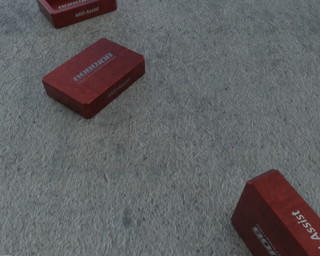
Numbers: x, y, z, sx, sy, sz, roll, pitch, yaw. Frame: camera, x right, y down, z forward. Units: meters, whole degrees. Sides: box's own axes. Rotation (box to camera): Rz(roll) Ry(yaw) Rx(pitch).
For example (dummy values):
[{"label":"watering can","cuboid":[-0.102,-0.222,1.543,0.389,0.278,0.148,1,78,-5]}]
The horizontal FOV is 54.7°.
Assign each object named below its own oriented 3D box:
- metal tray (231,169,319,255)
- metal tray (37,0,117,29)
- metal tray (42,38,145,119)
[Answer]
[{"label":"metal tray","cuboid":[0.118,0.111,0.267,0.030,0.090,0.130,-21,53,-17]},{"label":"metal tray","cuboid":[-0.162,-0.246,0.605,0.131,0.030,0.090,-27,55,-21]},{"label":"metal tray","cuboid":[-0.095,-0.080,0.466,0.090,0.030,0.131,29,56,22]}]
